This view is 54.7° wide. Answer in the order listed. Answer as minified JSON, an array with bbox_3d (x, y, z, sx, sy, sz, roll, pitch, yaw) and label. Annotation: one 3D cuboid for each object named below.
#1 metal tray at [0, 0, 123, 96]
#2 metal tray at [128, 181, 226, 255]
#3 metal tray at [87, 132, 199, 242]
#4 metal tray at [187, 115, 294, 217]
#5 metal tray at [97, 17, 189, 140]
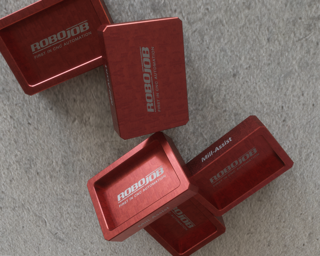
[{"bbox_3d":[-0.118,-0.104,0.366,0.130,0.030,0.090,-22,109,7],"label":"metal tray"},{"bbox_3d":[0.021,0.124,0.453,0.090,0.030,0.130,-39,106,12],"label":"metal tray"},{"bbox_3d":[-0.026,0.076,0.404,0.130,0.090,0.030,-36,147,11],"label":"metal tray"},{"bbox_3d":[0.101,0.055,0.417,0.130,0.030,0.090,-39,120,13],"label":"metal tray"},{"bbox_3d":[-0.016,-0.059,0.366,0.091,0.030,0.129,-14,114,-19],"label":"metal tray"}]
